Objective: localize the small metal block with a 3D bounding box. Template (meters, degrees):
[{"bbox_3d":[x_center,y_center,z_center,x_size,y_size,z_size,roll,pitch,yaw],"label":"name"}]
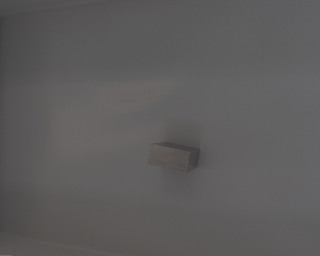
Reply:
[{"bbox_3d":[0.018,0.036,0.391,0.050,0.050,0.025,11,94,20],"label":"small metal block"}]
